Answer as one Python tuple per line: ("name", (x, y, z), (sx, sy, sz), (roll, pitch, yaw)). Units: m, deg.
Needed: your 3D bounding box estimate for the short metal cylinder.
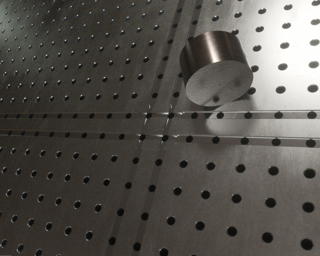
("short metal cylinder", (0.067, -0.071, 0.380), (0.080, 0.080, 0.050), (-19, 55, 16))
